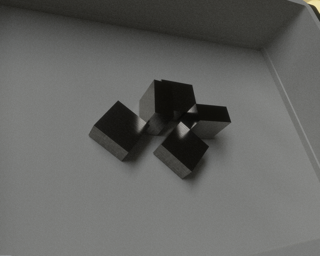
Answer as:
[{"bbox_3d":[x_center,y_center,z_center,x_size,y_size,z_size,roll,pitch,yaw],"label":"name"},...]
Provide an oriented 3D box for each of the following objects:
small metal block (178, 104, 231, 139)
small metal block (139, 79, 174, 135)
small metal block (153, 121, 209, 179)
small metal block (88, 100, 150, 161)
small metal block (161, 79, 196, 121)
[{"bbox_3d":[0.060,-0.008,0.426,0.050,0.050,0.025,3,61,-27],"label":"small metal block"},{"bbox_3d":[-0.006,-0.026,0.401,0.025,0.050,0.050,12,57,-22],"label":"small metal block"},{"bbox_3d":[0.028,0.028,0.402,0.050,0.025,0.050,42,51,0],"label":"small metal block"},{"bbox_3d":[-0.049,0.003,0.376,0.050,0.025,0.050,39,51,-3],"label":"small metal block"},{"bbox_3d":[0.023,-0.038,0.440,0.050,0.025,0.050,6,59,-25],"label":"small metal block"}]
